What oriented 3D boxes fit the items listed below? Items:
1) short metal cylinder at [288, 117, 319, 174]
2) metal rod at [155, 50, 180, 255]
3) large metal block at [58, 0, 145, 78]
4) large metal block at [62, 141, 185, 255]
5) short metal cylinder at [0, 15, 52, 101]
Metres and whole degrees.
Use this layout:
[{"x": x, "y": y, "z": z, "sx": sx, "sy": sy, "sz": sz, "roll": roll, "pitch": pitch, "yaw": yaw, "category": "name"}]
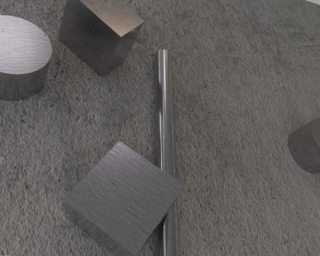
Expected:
[{"x": 0.260, "y": 0.029, "z": 0.510, "sx": 0.081, "sy": 0.050, "sz": 0.080, "roll": 14, "pitch": 56, "yaw": -21, "category": "short metal cylinder"}, {"x": 0.007, "y": 0.017, "z": 0.396, "sx": 0.025, "sy": 0.025, "sz": 0.299, "roll": 13, "pitch": 56, "yaw": -21, "category": "metal rod"}, {"x": -0.079, "y": -0.127, "z": 0.404, "sx": 0.080, "sy": 0.080, "sz": 0.050, "roll": 41, "pitch": 51, "yaw": 0, "category": "large metal block"}, {"x": -0.035, "y": 0.074, "z": 0.308, "sx": 0.080, "sy": 0.050, "sz": 0.080, "roll": 34, "pitch": 56, "yaw": 11, "category": "large metal block"}, {"x": -0.166, "y": -0.077, "z": 0.345, "sx": 0.081, "sy": 0.050, "sz": 0.080, "roll": 14, "pitch": 56, "yaw": -21, "category": "short metal cylinder"}]
